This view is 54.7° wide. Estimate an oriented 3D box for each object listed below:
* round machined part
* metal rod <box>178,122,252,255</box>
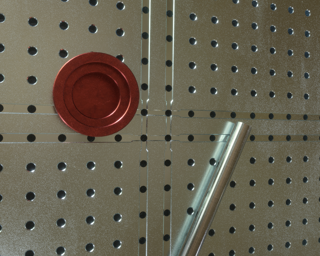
[{"bbox_3d":[-0.078,-0.039,0.375,0.099,0.042,0.097,0,90,-20],"label":"round machined part"},{"bbox_3d":[0.061,0.130,0.435,0.025,0.025,0.299,28,81,-18],"label":"metal rod"}]
